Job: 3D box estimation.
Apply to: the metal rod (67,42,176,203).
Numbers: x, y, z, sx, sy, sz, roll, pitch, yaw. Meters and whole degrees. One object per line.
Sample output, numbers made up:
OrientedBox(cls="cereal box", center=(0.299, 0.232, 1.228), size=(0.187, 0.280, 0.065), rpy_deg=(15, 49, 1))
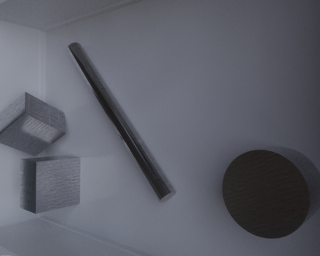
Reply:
OrientedBox(cls="metal rod", center=(-0.067, -0.023, 0.459), size=(0.025, 0.025, 0.299), rpy_deg=(-49, 61, 28))

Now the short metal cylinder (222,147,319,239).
OrientedBox(cls="short metal cylinder", center=(0.109, 0.059, 0.300), size=(0.080, 0.050, 0.079), rpy_deg=(0, 90, 39))

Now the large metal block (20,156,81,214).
OrientedBox(cls="large metal block", center=(-0.182, 0.090, 0.518), size=(0.050, 0.081, 0.079), rpy_deg=(1, 91, 40))

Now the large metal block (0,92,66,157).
OrientedBox(cls="large metal block", center=(-0.223, -0.004, 0.532), size=(0.080, 0.080, 0.050), rpy_deg=(-34, 50, 19))
